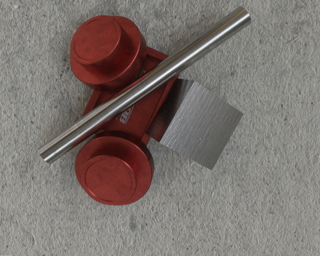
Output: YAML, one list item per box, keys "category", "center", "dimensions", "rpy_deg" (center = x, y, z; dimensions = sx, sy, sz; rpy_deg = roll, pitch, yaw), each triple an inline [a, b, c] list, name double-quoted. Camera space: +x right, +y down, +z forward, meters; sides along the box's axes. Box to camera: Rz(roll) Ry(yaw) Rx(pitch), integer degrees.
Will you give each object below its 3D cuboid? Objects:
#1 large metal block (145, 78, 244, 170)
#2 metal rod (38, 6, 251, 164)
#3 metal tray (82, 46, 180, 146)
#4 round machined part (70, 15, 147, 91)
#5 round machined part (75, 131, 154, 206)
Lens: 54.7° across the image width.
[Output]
- category: "large metal block"
  center: [0.042, -0.005, 0.385]
  dimensions: [0.080, 0.050, 0.080]
  rpy_deg: [29, 89, -25]
- category: "metal rod"
  center: [-0.018, -0.053, 0.382]
  dimensions: [0.301, 0.025, 0.025]
  rpy_deg: [-35, 90, 0]
- category: "metal tray"
  center: [-0.037, -0.043, 0.408]
  dimensions: [0.090, 0.030, 0.129]
  rpy_deg: [25, 90, 0]
- category: "round machined part"
  center: [-0.070, -0.098, 0.382]
  dimensions: [0.098, 0.042, 0.098]
  rpy_deg: [-7, 68, 19]
- category: "round machined part"
  center: [-0.058, 0.056, 0.385]
  dimensions: [0.099, 0.042, 0.097]
  rpy_deg: [2, 111, 6]
